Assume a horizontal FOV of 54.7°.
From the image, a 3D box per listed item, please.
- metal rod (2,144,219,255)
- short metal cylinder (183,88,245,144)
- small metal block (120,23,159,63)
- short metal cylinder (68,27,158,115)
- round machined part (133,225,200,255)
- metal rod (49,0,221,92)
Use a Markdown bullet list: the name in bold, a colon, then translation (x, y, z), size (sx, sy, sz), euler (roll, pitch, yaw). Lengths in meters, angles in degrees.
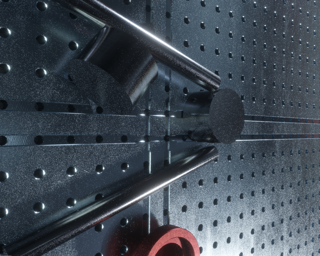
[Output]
- **metal rod**: translation (-0.031, 0.080, 0.382), size (0.302, 0.025, 0.025), euler (-21, 104, -38)
- **short metal cylinder**: translation (0.081, -0.017, 0.460), size (0.081, 0.050, 0.080), euler (0, 90, -40)
- **small metal block**: translation (-0.031, -0.101, 0.383), size (0.050, 0.025, 0.050), euler (-19, 102, -38)
- **short metal cylinder**: translation (-0.049, -0.059, 0.332), size (0.080, 0.080, 0.050), euler (49, 61, -29)
- **round machined part**: translation (0.003, 0.175, 0.401), size (0.099, 0.042, 0.097), euler (0, 90, -40)
- **metal rod**: translation (-0.036, -0.107, 0.346), size (0.302, 0.025, 0.025), euler (22, 76, -37)
